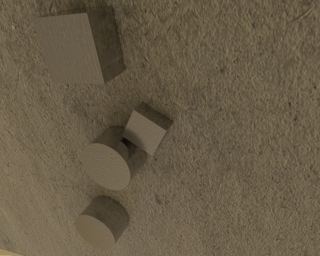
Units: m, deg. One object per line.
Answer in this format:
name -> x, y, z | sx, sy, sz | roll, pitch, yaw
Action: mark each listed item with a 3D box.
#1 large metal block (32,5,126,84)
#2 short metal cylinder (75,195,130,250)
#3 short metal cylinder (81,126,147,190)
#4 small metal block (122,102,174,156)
large metal block -> -0.096, -0.101, 0.379 | 0.080, 0.050, 0.079 | 5, 121, 25
short metal cylinder -> -0.101, 0.167, 0.547 | 0.080, 0.050, 0.079 | 13, 124, 21
short metal cylinder -> -0.066, 0.043, 0.452 | 0.080, 0.050, 0.079 | 13, 124, 21
small metal block -> -0.017, 0.001, 0.417 | 0.050, 0.025, 0.050 | 33, 129, 6
